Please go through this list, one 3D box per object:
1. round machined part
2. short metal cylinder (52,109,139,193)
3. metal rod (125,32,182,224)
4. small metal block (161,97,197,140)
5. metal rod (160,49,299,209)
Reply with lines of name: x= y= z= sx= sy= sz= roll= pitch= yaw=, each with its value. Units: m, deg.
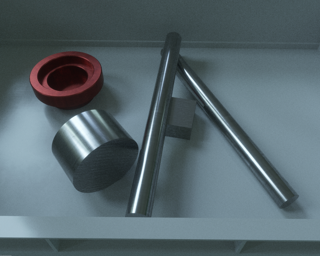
round machined part: x=-0.130 y=-0.064 z=0.446 sx=0.099 sy=0.042 sz=0.098 roll=0 pitch=50 yaw=0
short metal cylinder: x=-0.071 y=0.026 z=0.347 sx=0.081 sy=0.080 sz=0.050 roll=-30 pitch=57 yaw=-23
metal rod: x=0.000 y=-0.027 z=0.394 sx=0.025 sy=0.025 sz=0.300 roll=7 pitch=51 yaw=5
small metal block: x=0.020 y=-0.015 z=0.418 sx=0.050 sy=0.025 sz=0.050 roll=9 pitch=51 yaw=7
metal rod: x=0.077 y=-0.023 z=0.425 sx=0.025 sy=0.025 sz=0.300 roll=-20 pitch=53 yaw=-16
